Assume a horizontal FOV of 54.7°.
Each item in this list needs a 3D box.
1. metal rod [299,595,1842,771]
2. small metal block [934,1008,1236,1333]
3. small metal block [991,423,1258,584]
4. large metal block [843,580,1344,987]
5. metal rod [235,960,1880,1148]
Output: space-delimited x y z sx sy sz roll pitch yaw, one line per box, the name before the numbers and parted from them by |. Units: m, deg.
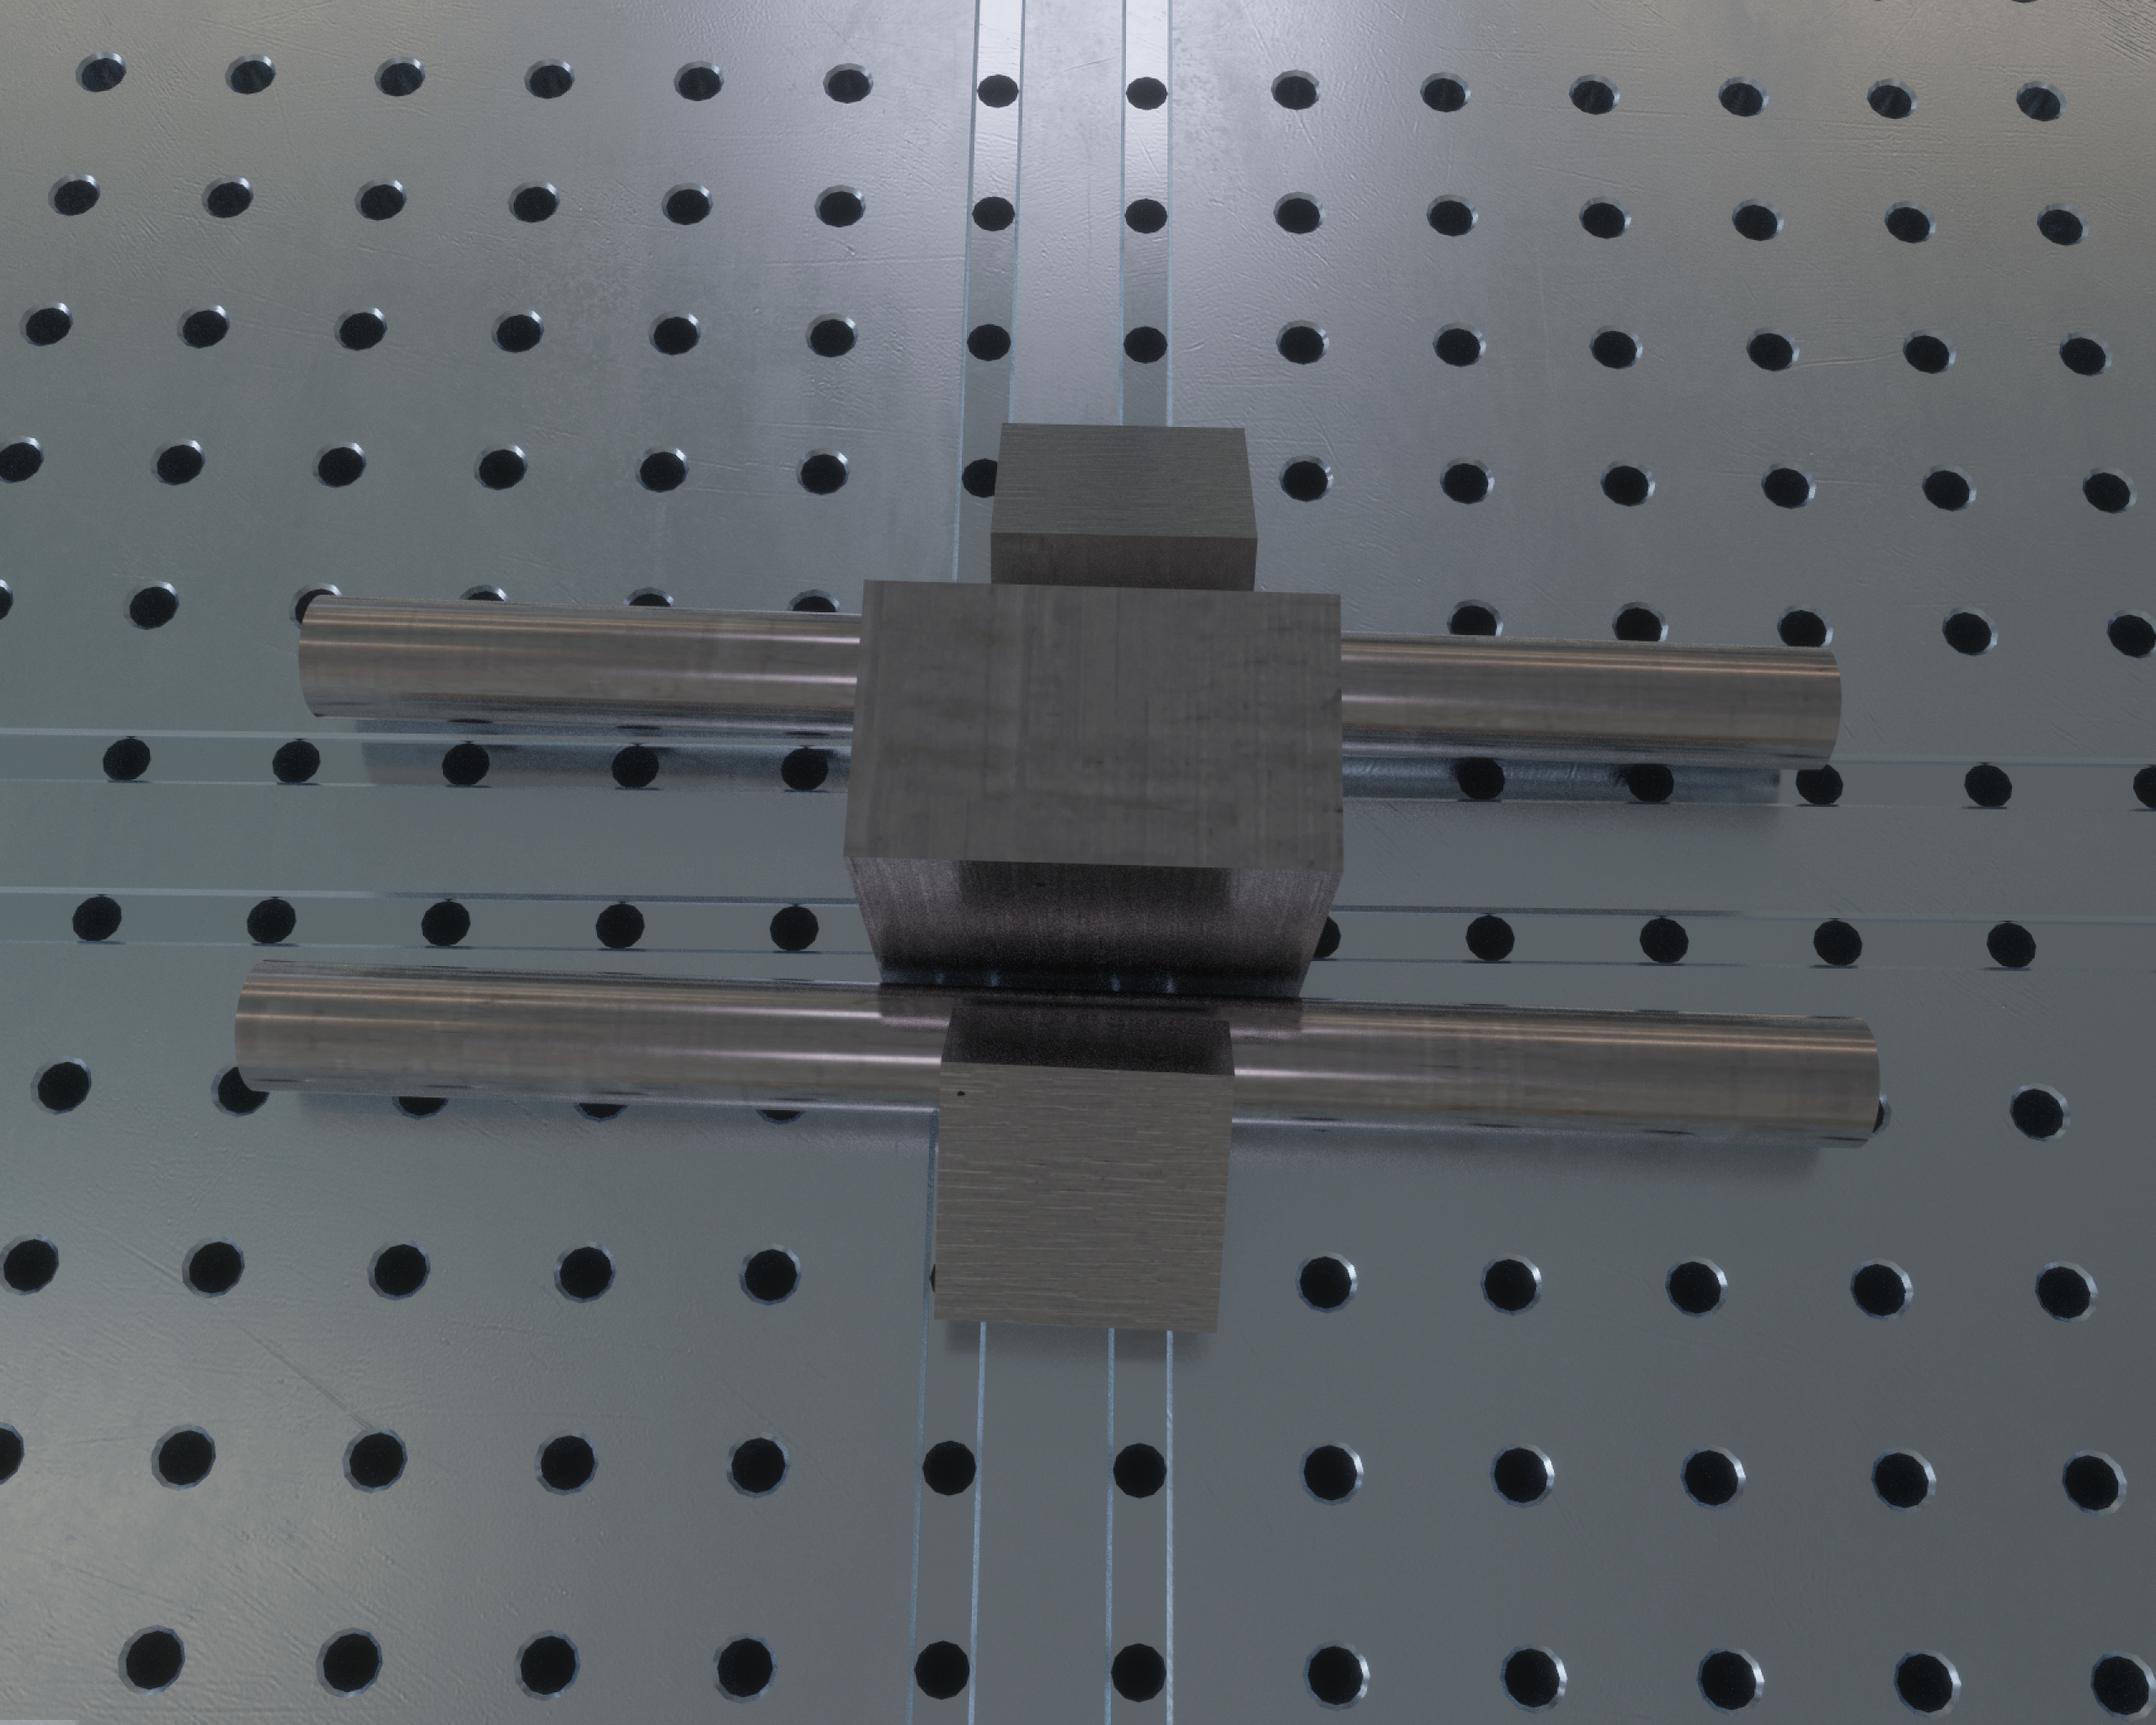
metal rod | -0.002 -0.036 0.420 0.302 0.025 0.025 2 70 0
small metal block | 0.001 0.055 0.375 0.050 0.025 0.050 3 108 0
small metal block | 0.009 -0.066 0.420 0.050 0.025 0.050 1 36 0
large metal block | 0.003 -0.010 0.381 0.081 0.080 0.050 2 70 0
metal rod | -0.004 0.036 0.395 0.302 0.025 0.025 2 70 0
